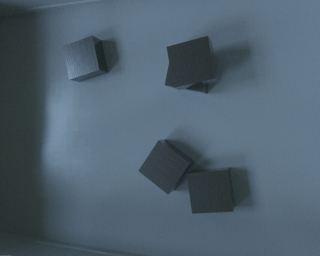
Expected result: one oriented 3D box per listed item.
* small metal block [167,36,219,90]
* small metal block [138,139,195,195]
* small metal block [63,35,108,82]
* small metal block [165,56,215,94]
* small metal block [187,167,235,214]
[{"bbox_3d":[0.039,-0.076,0.370,0.050,0.025,0.050,-10,86,19],"label":"small metal block"},{"bbox_3d":[0.009,0.050,0.407,0.050,0.025,0.050,36,101,16],"label":"small metal block"},{"bbox_3d":[-0.108,-0.099,0.447,0.050,0.025,0.050,-14,86,19],"label":"small metal block"},{"bbox_3d":[0.038,-0.074,0.396,0.050,0.025,0.050,13,94,19],"label":"small metal block"},{"bbox_3d":[0.064,0.078,0.387,0.050,0.025,0.050,-9,87,19],"label":"small metal block"}]
